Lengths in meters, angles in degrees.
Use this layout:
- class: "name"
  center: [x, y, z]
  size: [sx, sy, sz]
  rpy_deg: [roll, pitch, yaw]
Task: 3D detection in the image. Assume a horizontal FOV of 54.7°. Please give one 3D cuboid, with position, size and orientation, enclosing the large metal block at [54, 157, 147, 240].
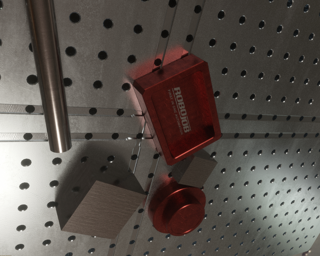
- class: "large metal block"
  center: [-0.079, 0.095, 0.412]
  size: [0.080, 0.050, 0.080]
  rpy_deg: [27, 103, -38]

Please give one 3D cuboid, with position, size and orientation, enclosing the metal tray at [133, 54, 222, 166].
- class: "metal tray"
  center: [0.028, -0.021, 0.412]
  size: [0.091, 0.030, 0.129]
  rpy_deg: [-28, 128, -11]

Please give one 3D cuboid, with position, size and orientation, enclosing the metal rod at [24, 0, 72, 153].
- class: "metal rod"
  center: [-0.110, -0.106, 0.286]
  size: [0.025, 0.025, 0.298]
  rpy_deg: [-12, 124, -23]

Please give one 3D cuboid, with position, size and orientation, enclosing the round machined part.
- class: "round machined part"
  center: [0.034, 0.137, 0.505]
  size: [0.099, 0.042, 0.097]
  rpy_deg: [-14, 125, -21]

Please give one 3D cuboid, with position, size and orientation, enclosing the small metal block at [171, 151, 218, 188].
- class: "small metal block"
  center: [0.053, 0.062, 0.481]
  size: [0.050, 0.025, 0.050]
  rpy_deg: [18, 109, -36]
